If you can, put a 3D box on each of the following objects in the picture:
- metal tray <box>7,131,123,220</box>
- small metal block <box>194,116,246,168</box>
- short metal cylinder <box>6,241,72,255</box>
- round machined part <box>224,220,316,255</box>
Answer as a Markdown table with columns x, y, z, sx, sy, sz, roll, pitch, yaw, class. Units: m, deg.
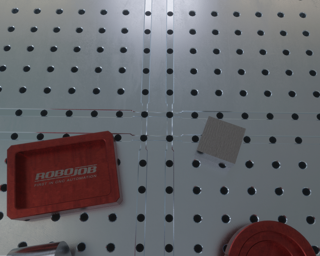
| x | y | z | sx | sy | sz | roll | pitch | yaw | class |
| --- | --- | --- | --- | --- | --- | --- | --- | --- | --- |
| -0.118 | 0.059 | 0.386 | 0.131 | 0.030 | 0.090 | -9 | 70 | -4 | metal tray |
| 0.078 | 0.019 | 0.406 | 0.050 | 0.025 | 0.050 | 20 | 71 | 7 | small metal block |
| -0.125 | 0.163 | 0.322 | 0.050 | 0.080 | 0.080 | -8 | 70 | -3 | short metal cylinder |
| 0.120 | 0.156 | 0.347 | 0.099 | 0.042 | 0.098 | 0 | 70 | 0 | round machined part |
